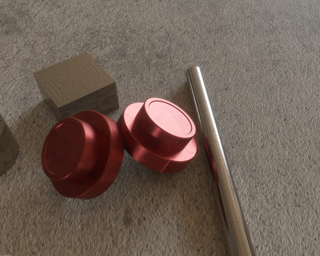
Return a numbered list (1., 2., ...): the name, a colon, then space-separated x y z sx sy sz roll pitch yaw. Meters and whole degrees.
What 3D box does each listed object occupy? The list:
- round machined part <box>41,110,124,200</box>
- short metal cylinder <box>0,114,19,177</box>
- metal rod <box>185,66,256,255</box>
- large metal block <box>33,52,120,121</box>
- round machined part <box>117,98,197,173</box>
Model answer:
1. round machined part: -0.090 0.026 0.336 0.098 0.042 0.098 -13 66 32
2. short metal cylinder: -0.218 0.020 0.368 0.081 0.050 0.080 0 50 0
3. metal rod: 0.067 0.030 0.378 0.025 0.025 0.300 -4 50 -4
4. large metal block: -0.114 -0.051 0.429 0.081 0.050 0.080 -29 56 -23
5. round machined part: 0.002 0.002 0.361 0.099 0.042 0.098 25 32 -16
